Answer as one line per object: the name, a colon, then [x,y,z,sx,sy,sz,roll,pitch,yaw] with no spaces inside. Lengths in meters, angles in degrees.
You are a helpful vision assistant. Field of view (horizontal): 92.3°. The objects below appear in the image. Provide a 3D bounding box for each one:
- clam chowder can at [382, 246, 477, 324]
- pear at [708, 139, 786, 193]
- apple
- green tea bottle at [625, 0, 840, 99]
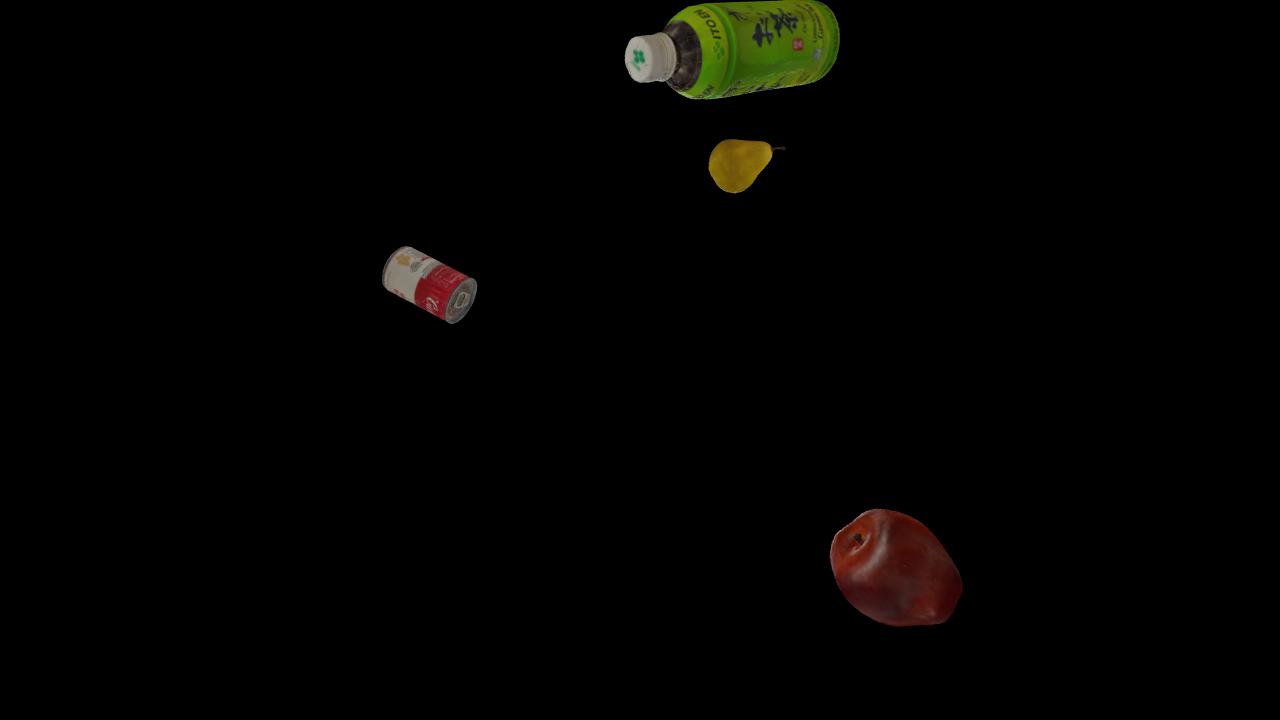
clam chowder can: [-0.278,-0.100,0.815,0.102,0.068,0.068,28,3,7]
pear: [0.159,-0.303,0.921,0.111,0.080,0.080,-27,-16,35]
apple: [0.185,0.152,0.445,0.093,0.079,0.079,38,-10,-13]
green tea bottle: [0.077,-0.254,0.506,0.212,0.073,0.073,-24,13,-32]
